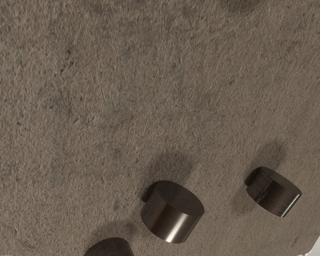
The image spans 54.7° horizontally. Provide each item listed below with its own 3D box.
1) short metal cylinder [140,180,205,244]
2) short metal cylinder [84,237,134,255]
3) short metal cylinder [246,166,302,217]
[{"bbox_3d":[0.018,0.122,0.459,0.081,0.080,0.050,18,109,-36],"label":"short metal cylinder"},{"bbox_3d":[-0.077,0.220,0.487,0.081,0.050,0.079,-14,125,-21],"label":"short metal cylinder"},{"bbox_3d":[0.204,0.113,0.556,0.080,0.080,0.050,19,108,-36],"label":"short metal cylinder"}]
